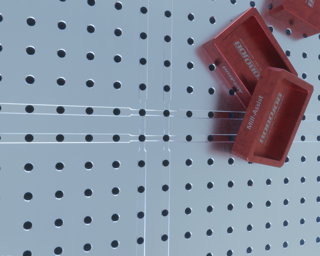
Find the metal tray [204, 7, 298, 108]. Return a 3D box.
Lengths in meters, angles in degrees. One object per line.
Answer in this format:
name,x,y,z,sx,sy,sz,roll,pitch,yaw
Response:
metal tray,0.138,-0.099,0.462,0.090,0.030,0.130,-42,104,-15

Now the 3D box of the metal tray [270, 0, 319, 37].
metal tray,0.238,-0.227,0.500,0.091,0.030,0.129,21,83,-19

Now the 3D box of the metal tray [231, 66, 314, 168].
metal tray,0.162,-0.012,0.443,0.091,0.030,0.129,14,99,-37
